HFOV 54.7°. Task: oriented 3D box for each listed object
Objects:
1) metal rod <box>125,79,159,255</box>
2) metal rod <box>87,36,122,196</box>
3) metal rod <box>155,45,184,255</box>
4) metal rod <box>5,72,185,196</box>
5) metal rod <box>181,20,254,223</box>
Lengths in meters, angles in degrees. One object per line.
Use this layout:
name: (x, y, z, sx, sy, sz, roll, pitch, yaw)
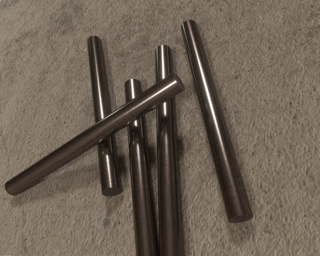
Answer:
metal rod: (-0.023, 0.058, 0.379, 0.025, 0.025, 0.299, -19, 54, 16)
metal rod: (-0.089, -0.038, 0.472, 0.025, 0.025, 0.299, -24, 53, 13)
metal rod: (0.009, 0.010, 0.392, 0.025, 0.025, 0.299, -15, 56, 20)
metal rod: (-0.099, 0.017, 0.413, 0.300, 0.025, 0.025, -31, 51, 20)
metal rod: (0.062, -0.033, 0.390, 0.025, 0.025, 0.299, -20, 54, 16)
